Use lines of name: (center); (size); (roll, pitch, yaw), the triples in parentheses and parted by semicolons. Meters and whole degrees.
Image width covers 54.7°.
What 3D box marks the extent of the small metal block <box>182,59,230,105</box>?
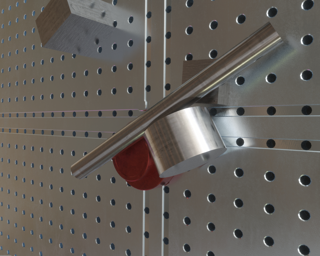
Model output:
small metal block: (0.054, -0.053, 0.364); (0.050, 0.025, 0.050); (6, 94, 39)

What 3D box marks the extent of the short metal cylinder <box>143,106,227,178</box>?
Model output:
short metal cylinder: (0.028, 0.017, 0.349); (0.080, 0.081, 0.050); (-35, 69, 34)

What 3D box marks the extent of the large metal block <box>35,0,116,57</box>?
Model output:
large metal block: (-0.130, -0.160, 0.478); (0.080, 0.081, 0.050); (-32, 71, 35)

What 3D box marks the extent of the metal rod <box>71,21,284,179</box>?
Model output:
metal rod: (0.000, -0.016, 0.361); (0.299, 0.025, 0.025); (-34, 69, 26)

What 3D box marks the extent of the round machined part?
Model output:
round machined part: (-0.027, 0.035, 0.418); (0.098, 0.042, 0.097); (0, 90, 39)
